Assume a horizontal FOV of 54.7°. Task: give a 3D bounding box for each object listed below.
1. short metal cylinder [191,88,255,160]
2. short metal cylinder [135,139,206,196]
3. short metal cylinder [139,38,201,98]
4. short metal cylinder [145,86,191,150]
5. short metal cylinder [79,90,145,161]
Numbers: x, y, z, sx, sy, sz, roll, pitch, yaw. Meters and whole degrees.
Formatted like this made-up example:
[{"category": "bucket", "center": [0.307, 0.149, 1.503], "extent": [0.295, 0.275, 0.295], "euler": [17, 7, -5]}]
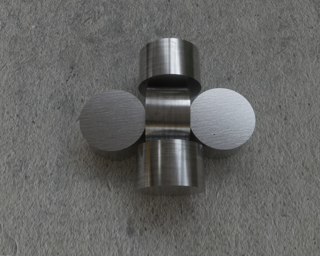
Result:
[{"category": "short metal cylinder", "center": [0.075, -0.004, 0.397], "extent": [0.080, 0.050, 0.080], "euler": [0, 70, 0]}, {"category": "short metal cylinder", "center": [0.012, 0.049, 0.363], "extent": [0.081, 0.080, 0.050], "euler": [0, 70, 0]}, {"category": "short metal cylinder", "center": [0.013, -0.073, 0.407], "extent": [0.081, 0.080, 0.050], "euler": [0, 70, 0]}, {"category": "short metal cylinder", "center": [0.009, -0.012, 0.385], "extent": [0.050, 0.080, 0.080], "euler": [0, 70, 0]}, {"category": "short metal cylinder", "center": [-0.057, -0.002, 0.396], "extent": [0.081, 0.050, 0.080], "euler": [0, 70, -1]}]
